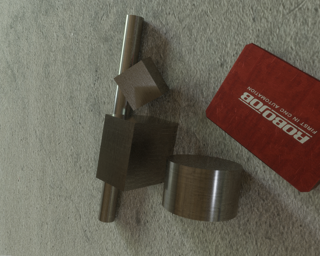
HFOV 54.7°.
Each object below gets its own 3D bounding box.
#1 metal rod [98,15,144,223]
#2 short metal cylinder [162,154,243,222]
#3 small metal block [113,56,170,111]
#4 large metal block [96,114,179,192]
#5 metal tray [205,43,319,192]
[{"bbox_3d":[-0.058,-0.008,0.450,0.025,0.025,0.298,15,99,38],"label":"metal rod"},{"bbox_3d":[0.045,0.060,0.331,0.080,0.081,0.050,10,96,39],"label":"short metal cylinder"},{"bbox_3d":[-0.024,-0.058,0.408,0.050,0.025,0.050,-26,100,32],"label":"small metal block"},{"bbox_3d":[-0.027,0.027,0.390,0.050,0.081,0.079,17,101,38],"label":"large metal block"},{"bbox_3d":[0.118,-0.013,0.304,0.130,0.030,0.089,43,116,31],"label":"metal tray"}]
